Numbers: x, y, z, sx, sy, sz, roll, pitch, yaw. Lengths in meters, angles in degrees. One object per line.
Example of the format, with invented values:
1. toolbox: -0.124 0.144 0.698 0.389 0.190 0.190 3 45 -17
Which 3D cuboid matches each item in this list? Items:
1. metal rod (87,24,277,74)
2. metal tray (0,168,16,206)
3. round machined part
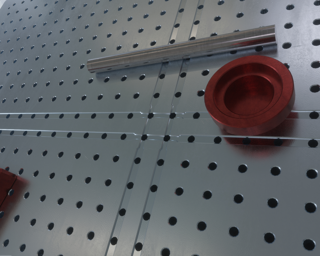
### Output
1. metal rod: 0.016 -0.114 0.469 0.300 0.025 0.025 -3 60 26
2. metal tray: -0.295 0.119 0.486 0.090 0.030 0.130 11 67 32
3. round machined part: 0.105 -0.034 0.363 0.098 0.042 0.098 -13 56 21
